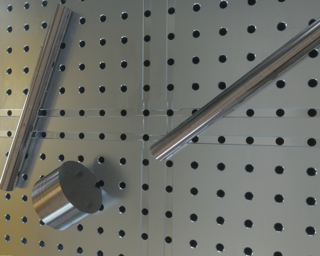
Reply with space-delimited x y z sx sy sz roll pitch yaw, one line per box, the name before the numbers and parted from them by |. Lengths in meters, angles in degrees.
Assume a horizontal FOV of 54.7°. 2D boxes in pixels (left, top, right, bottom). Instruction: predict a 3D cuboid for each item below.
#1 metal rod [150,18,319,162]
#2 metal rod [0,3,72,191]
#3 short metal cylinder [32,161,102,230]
metal rod | 0.109 -0.054 0.374 0.300 0.025 0.025 -38 78 16
metal rod | -0.195 -0.042 0.481 0.025 0.025 0.298 23 97 18
short metal cylinder | -0.126 0.092 0.428 0.050 0.080 0.080 -34 79 17
